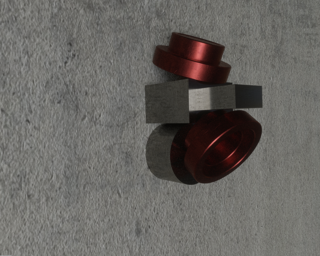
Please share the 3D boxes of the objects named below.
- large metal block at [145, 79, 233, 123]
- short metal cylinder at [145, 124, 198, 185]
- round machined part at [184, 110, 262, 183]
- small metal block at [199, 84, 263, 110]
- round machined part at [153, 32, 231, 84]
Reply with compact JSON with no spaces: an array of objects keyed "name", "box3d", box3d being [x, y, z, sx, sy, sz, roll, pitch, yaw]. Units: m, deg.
[{"name":"large metal block","box3d":[0.037,-0.032,0.403,0.081,0.080,0.050,-3,92,-40]},{"name":"short metal cylinder","box3d":[0.027,0.033,0.416,0.081,0.050,0.079,0,90,-40]},{"name":"round machined part","box3d":[0.069,0.017,0.369,0.099,0.042,0.097,-24,141,-21]},{"name":"small metal block","box3d":[0.081,-0.034,0.355,0.050,0.050,0.025,-4,92,-40]},{"name":"round machined part","box3d":[0.043,-0.092,0.391,0.099,0.098,0.042,-3,117,-40]}]
